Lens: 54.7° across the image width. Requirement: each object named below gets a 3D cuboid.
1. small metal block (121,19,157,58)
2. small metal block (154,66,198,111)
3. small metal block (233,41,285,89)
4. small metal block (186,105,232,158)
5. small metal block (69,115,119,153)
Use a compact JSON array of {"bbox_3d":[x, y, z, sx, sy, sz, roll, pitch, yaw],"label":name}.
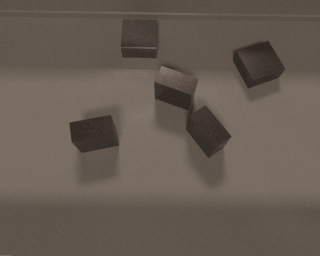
[{"bbox_3d":[-0.030,-0.132,0.458,0.050,0.025,0.050,1,70,0],"label":"small metal block"},{"bbox_3d":[0.021,-0.052,0.416,0.050,0.050,0.025,20,71,7],"label":"small metal block"},{"bbox_3d":[0.141,-0.091,0.445,0.050,0.025,0.050,-20,71,-8],"label":"small metal block"},{"bbox_3d":[0.060,0.006,0.395,0.025,0.050,0.050,-34,74,-12],"label":"small metal block"},{"bbox_3d":[-0.082,0.009,0.392,0.050,0.050,0.025,-11,71,-4],"label":"small metal block"}]
